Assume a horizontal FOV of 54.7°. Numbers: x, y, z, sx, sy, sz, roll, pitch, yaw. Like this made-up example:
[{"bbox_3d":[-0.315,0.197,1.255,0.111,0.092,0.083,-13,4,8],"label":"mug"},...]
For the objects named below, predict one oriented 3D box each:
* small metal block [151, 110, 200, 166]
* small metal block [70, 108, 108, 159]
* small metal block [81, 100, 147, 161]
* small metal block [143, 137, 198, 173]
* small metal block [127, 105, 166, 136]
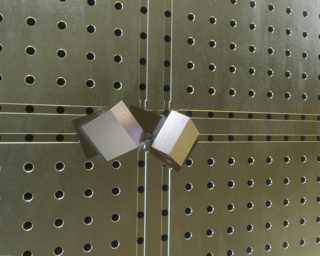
[{"bbox_3d":[0.020,0.014,0.380,0.050,0.025,0.050,-60,152,-11],"label":"small metal block"},{"bbox_3d":[-0.077,0.006,0.385,0.050,0.025,0.050,-21,97,-19],"label":"small metal block"},{"bbox_3d":[-0.052,0.004,0.351,0.050,0.050,0.025,55,35,-12],"label":"small metal block"},{"bbox_3d":[0.015,0.024,0.419,0.050,0.025,0.050,37,78,-17],"label":"small metal block"},{"bbox_3d":[-0.024,-0.008,0.391,0.050,0.050,0.025,20,84,-19],"label":"small metal block"}]
